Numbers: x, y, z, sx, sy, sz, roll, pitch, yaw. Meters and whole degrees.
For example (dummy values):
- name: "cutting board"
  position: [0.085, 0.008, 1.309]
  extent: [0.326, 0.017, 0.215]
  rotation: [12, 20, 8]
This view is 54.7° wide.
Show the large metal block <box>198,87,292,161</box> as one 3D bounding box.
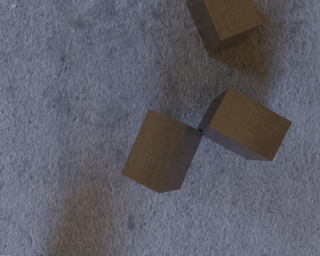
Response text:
- name: "large metal block"
  position: [0.098, -0.001, 0.382]
  extent: [0.080, 0.080, 0.050]
  rotation: [29, 84, -1]

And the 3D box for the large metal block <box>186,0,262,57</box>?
- name: "large metal block"
  position: [0.075, -0.143, 0.383]
  extent: [0.050, 0.080, 0.080]
  rotation: [-23, 90, 0]

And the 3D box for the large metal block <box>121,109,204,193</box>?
- name: "large metal block"
  position: [0.007, 0.029, 0.376]
  extent: [0.050, 0.080, 0.080]
  rotation: [23, 90, 21]
